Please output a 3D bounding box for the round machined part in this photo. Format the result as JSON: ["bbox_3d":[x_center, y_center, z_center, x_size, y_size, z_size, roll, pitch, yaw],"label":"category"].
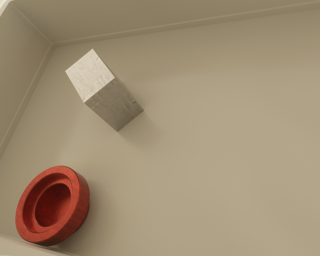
[{"bbox_3d":[-0.131,0.101,0.398,0.098,0.042,0.098,-14,53,20],"label":"round machined part"}]

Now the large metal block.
[{"bbox_3d":[-0.078,-0.053,0.442,0.050,0.080,0.080,-39,51,1],"label":"large metal block"}]
